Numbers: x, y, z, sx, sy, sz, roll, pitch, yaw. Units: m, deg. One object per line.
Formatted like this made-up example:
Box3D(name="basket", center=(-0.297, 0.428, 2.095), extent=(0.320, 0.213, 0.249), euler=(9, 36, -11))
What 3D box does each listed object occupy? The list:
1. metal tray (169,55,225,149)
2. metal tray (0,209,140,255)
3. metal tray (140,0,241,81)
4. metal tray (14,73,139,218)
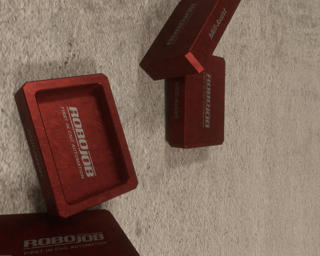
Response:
Box3D(name="metal tray", center=(0.055, -0.039, 0.442), extent=(0.091, 0.030, 0.129), euler=(-2, 94, -44))
Box3D(name="metal tray", center=(-0.090, 0.117, 0.285), extent=(0.131, 0.090, 0.030), euler=(9, 110, -40))
Box3D(name="metal tray", center=(0.039, -0.123, 0.396), extent=(0.030, 0.090, 0.130), euler=(43, 64, -32))
Box3D(name="metal tray", center=(-0.082, 0.014, 0.318), extent=(0.091, 0.030, 0.129), euler=(-16, 90, -39))
